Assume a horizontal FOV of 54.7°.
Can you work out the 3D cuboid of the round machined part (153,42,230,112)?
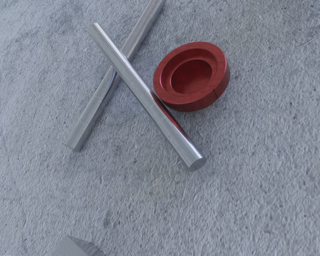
[{"bbox_3d":[0.044,-0.062,0.407,0.098,0.042,0.098,-13,56,20],"label":"round machined part"}]

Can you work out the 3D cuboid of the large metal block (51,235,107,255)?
[{"bbox_3d":[-0.084,0.173,0.324,0.080,0.050,0.080,24,74,36],"label":"large metal block"}]

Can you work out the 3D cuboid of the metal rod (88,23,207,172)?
[{"bbox_3d":[-0.032,-0.060,0.434,0.025,0.025,0.300,-38,58,2],"label":"metal rod"}]

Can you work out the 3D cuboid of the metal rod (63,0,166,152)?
[{"bbox_3d":[-0.065,-0.098,0.496,0.025,0.025,0.300,15,69,34],"label":"metal rod"}]
